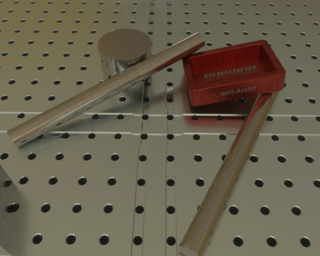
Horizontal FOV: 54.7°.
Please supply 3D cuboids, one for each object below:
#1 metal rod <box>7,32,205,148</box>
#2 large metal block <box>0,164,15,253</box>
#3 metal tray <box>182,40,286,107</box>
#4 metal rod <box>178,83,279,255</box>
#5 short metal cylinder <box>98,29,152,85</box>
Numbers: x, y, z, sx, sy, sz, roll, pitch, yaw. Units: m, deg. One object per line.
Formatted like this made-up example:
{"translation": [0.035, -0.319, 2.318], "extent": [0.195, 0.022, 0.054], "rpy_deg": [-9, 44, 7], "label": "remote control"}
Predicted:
{"translation": [-0.063, -0.060, 0.435], "extent": [0.302, 0.025, 0.025], "rpy_deg": [-31, 57, -16], "label": "metal rod"}
{"translation": [-0.203, 0.087, 0.317], "extent": [0.081, 0.050, 0.080], "rpy_deg": [-9, 51, -8], "label": "large metal block"}
{"translation": [0.103, -0.082, 0.454], "extent": [0.131, 0.030, 0.090], "rpy_deg": [-10, 45, 4], "label": "metal tray"}
{"translation": [0.103, 0.023, 0.388], "extent": [0.025, 0.025, 0.301], "rpy_deg": [24, 54, 18], "label": "metal rod"}
{"translation": [-0.053, -0.111, 0.484], "extent": [0.081, 0.050, 0.080], "rpy_deg": [0, 50, 0], "label": "short metal cylinder"}
